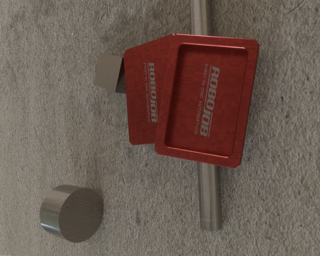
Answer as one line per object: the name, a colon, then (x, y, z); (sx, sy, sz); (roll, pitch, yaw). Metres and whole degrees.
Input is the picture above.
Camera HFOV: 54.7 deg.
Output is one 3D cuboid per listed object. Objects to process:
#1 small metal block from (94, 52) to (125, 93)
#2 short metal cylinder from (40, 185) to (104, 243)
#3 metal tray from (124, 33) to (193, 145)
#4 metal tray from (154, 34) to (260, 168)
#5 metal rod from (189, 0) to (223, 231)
small metal block: (-0.068, -0.082, 0.459); (0.050, 0.025, 0.050); (22, 104, 37)
short metal cylinder: (-0.135, 0.130, 0.477); (0.050, 0.081, 0.079); (-1, 90, 40)
metal tray: (-0.002, -0.045, 0.401); (0.090, 0.030, 0.129); (-7, 86, 39)
metal tray: (0.050, -0.029, 0.331); (0.090, 0.030, 0.129); (9, 91, 16)
metal rod: (0.052, -0.035, 0.360); (0.025, 0.025, 0.298); (-4, 87, 39)
